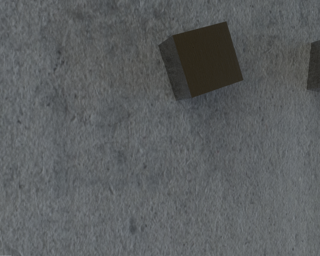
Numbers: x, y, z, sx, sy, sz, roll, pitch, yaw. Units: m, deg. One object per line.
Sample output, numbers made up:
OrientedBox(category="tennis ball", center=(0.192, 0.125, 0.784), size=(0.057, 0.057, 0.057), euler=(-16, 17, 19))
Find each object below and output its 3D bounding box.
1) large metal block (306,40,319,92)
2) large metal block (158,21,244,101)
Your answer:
OrientedBox(category="large metal block", center=(0.295, -0.098, 0.507), size=(0.081, 0.050, 0.080), euler=(8, 87, -20))
OrientedBox(category="large metal block", center=(0.054, -0.088, 0.417), size=(0.081, 0.050, 0.080), euler=(-20, 97, -19))
